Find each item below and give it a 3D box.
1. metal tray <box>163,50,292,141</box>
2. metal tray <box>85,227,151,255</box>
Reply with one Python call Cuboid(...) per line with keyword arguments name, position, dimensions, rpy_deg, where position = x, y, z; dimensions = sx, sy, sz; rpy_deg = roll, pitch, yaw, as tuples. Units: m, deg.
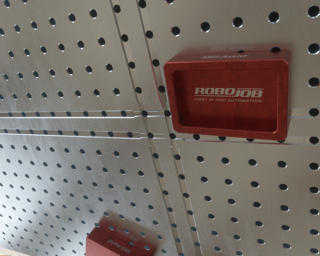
Cuboid(name="metal tray", position=(0.074, -0.036, 0.346), dimensions=(0.130, 0.030, 0.090), rpy_deg=(4, 121, 26))
Cuboid(name="metal tray", position=(-0.085, 0.261, 0.615), dimensions=(0.130, 0.030, 0.089), rpy_deg=(22, 127, 15))
